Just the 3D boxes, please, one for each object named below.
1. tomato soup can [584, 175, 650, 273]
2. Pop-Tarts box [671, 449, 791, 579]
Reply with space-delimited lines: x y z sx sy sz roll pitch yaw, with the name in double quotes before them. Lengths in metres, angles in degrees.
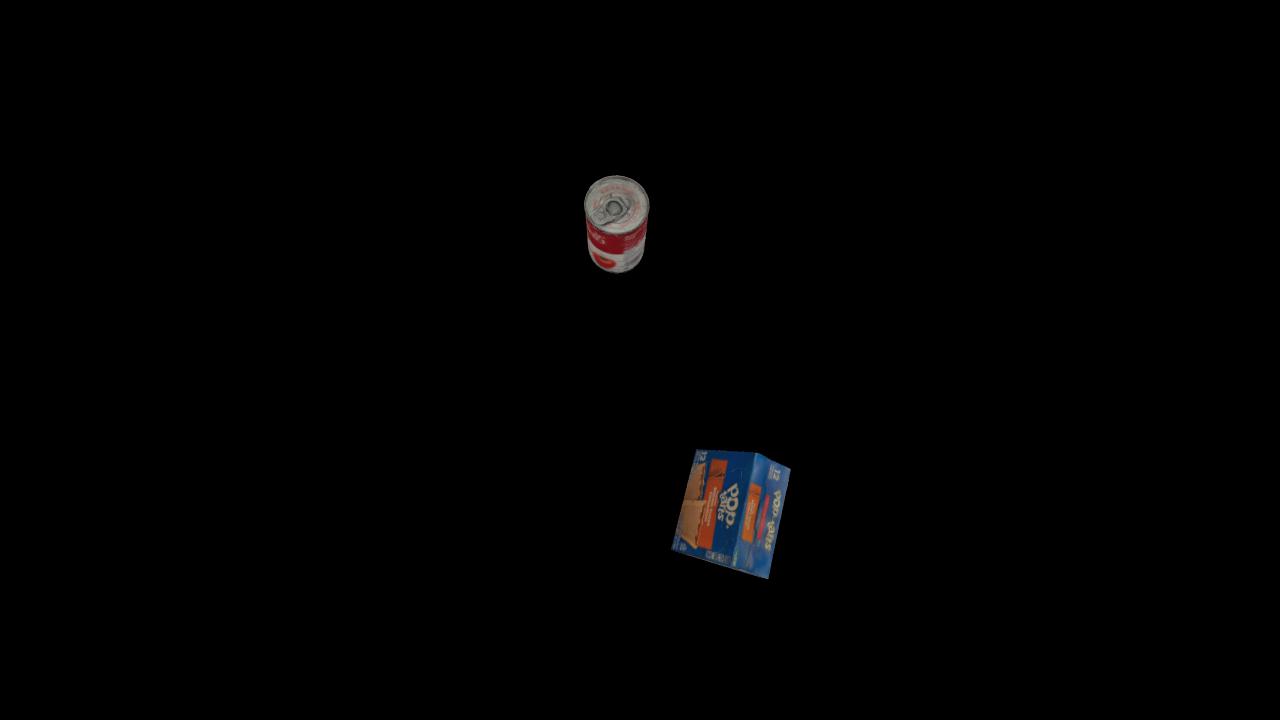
"tomato soup can" -0.025 -0.145 0.672 0.068 0.068 0.101 0 -15 -2
"Pop-Tarts box" 0.138 0.231 0.947 0.083 0.167 0.141 25 -18 -30
